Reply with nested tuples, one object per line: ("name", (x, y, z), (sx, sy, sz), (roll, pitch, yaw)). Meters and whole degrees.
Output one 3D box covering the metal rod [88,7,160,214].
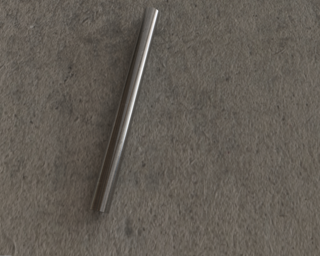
("metal rod", (-0.043, -0.038, 0.421), (0.025, 0.025, 0.299), (11, 70, 4))
